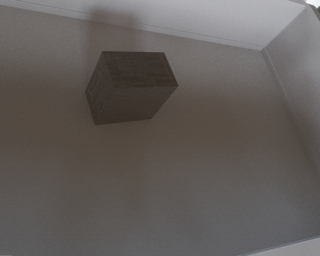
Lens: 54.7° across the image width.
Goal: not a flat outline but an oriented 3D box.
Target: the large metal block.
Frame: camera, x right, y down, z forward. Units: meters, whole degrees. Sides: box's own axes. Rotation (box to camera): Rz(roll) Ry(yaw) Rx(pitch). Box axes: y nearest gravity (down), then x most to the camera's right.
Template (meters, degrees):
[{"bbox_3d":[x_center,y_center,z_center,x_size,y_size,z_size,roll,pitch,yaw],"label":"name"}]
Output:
[{"bbox_3d":[-0.037,-0.048,0.381,0.081,0.080,0.050,-8,66,-32],"label":"large metal block"}]
